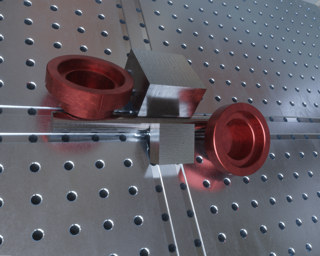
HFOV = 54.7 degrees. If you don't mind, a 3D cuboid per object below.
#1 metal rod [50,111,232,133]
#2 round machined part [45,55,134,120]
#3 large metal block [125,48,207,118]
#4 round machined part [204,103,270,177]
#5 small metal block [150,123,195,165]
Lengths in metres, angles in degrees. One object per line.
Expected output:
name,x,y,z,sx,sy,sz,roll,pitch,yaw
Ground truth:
metal rod,0.012,-0.006,0.419,0.303,0.025,0.025,0,62,-28
round machined part,-0.083,-0.046,0.364,0.099,0.042,0.098,14,31,-8
large metal block,0.003,-0.060,0.415,0.081,0.050,0.080,1,43,-28
round machined part,0.101,0.016,0.426,0.099,0.042,0.097,2,86,-28
small metal block,0.016,0.019,0.392,0.050,0.025,0.050,1,90,-28
